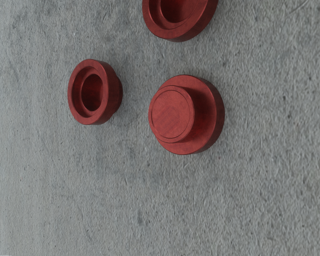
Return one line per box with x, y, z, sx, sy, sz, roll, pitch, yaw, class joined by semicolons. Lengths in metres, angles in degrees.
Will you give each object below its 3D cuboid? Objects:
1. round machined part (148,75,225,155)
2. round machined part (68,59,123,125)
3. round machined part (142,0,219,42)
0.024;-0.016;0.374;0.098;0.042;0.097;0;90;40;round machined part
-0.095;-0.053;0.472;0.098;0.042;0.097;0;90;40;round machined part
0.028;-0.151;0.371;0.098;0.042;0.097;0;90;40;round machined part
